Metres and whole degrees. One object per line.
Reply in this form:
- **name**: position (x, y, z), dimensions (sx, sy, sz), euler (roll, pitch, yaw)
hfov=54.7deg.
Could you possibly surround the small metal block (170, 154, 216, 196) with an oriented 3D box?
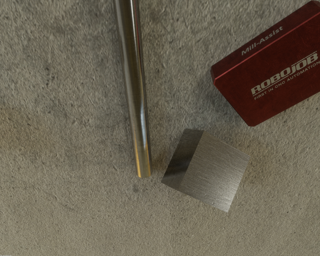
- **small metal block**: position (0.049, 0.072, 0.469), dimensions (0.050, 0.025, 0.050), euler (-24, 127, 19)

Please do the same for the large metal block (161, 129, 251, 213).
- **large metal block**: position (0.061, 0.055, 0.412), dimensions (0.080, 0.050, 0.080), euler (28, 81, -22)

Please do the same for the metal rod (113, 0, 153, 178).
- **metal rod**: position (-0.029, -0.048, 0.365), dimensions (0.025, 0.025, 0.298), euler (-2, 130, 1)

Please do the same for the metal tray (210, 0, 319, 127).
- **metal tray**: position (0.136, -0.066, 0.350), dimensions (0.130, 0.030, 0.090), euler (-32, 124, 24)
